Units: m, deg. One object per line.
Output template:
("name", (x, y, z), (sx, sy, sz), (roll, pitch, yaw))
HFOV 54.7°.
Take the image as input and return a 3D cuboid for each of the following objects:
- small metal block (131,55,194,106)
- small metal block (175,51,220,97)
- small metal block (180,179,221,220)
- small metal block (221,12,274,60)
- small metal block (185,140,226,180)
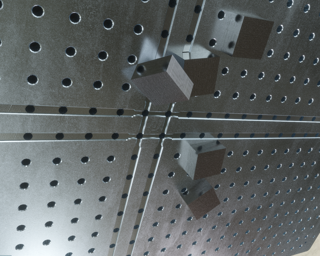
("small metal block", (0.003, -0.054, 0.362), (0.050, 0.050, 0.025), (46, 50, -40))
("small metal block", (0.045, -0.069, 0.395), (0.050, 0.025, 0.050), (-10, 123, -24))
("small metal block", (0.069, 0.122, 0.527), (0.050, 0.025, 0.050), (-34, 129, -7))
("small metal block", (0.113, -0.119, 0.402), (0.050, 0.025, 0.050), (-2, 119, -28))
("small metal block", (0.071, 0.050, 0.483), (0.050, 0.025, 0.050), (-9, 122, -24))
